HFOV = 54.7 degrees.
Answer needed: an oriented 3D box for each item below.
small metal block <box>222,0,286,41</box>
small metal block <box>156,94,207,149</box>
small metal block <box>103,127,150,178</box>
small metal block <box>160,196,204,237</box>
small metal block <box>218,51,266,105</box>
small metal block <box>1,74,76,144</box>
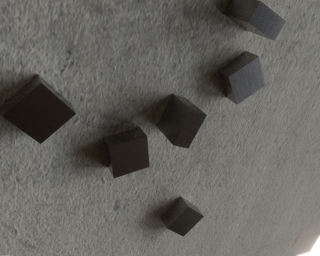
[{"bbox_3d":[0.112,-0.133,0.372,0.050,0.050,0.025,17,110,-35],"label":"small metal block"},{"bbox_3d":[0.027,-0.009,0.401,0.025,0.050,0.050,15,111,-35],"label":"small metal block"},{"bbox_3d":[-0.043,0.032,0.404,0.050,0.025,0.050,-16,125,-20],"label":"small metal block"},{"bbox_3d":[0.038,0.150,0.523,0.050,0.025,0.050,-46,130,4],"label":"small metal block"},{"bbox_3d":[0.114,-0.069,0.428,0.050,0.025,0.050,-34,129,-6],"label":"small metal block"},{"bbox_3d":[-0.127,-0.019,0.326,0.050,0.025,0.050,-41,130,0],"label":"small metal block"}]
